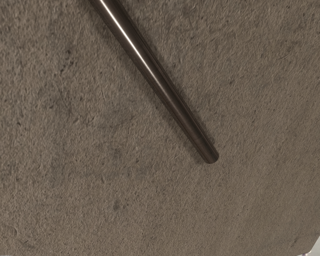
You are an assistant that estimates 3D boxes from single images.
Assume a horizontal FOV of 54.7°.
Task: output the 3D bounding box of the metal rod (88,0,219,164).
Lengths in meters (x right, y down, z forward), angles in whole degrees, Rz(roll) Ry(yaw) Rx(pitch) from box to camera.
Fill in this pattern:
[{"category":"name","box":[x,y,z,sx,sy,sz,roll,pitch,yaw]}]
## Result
[{"category":"metal rod","box":[0.008,-0.045,0.384,0.025,0.025,0.300,-40,130,-2]}]
